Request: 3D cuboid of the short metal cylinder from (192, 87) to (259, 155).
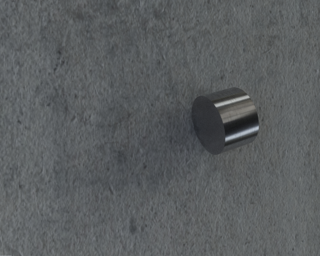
[{"bbox_3d":[0.084,-0.010,0.412,0.050,0.080,0.080,-16,96,-20],"label":"short metal cylinder"}]
